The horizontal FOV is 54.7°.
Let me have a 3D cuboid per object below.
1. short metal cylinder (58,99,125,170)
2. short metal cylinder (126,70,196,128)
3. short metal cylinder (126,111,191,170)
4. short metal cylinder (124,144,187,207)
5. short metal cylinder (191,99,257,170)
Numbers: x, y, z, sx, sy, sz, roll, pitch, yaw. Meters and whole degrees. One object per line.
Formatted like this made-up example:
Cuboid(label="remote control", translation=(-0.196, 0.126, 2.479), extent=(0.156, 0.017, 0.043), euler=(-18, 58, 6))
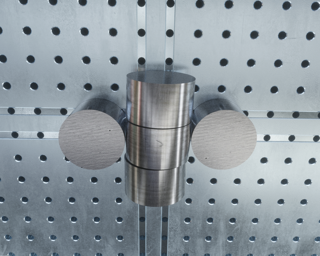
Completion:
Cuboid(label="short metal cylinder", translation=(-0.083, 0.007, 0.401), extent=(0.081, 0.050, 0.079), euler=(0, 110, -1))
Cuboid(label="short metal cylinder", translation=(0.000, -0.037, 0.370), extent=(0.081, 0.080, 0.050), euler=(2, 110, -1))
Cuboid(label="short metal cylinder", translation=(-0.002, 0.011, 0.388), extent=(0.081, 0.080, 0.050), euler=(2, 110, -1))
Cuboid(label="short metal cylinder", translation=(-0.006, 0.059, 0.405), extent=(0.081, 0.080, 0.050), euler=(1, 110, -1))
Cuboid(label="short metal cylinder", translation=(0.079, 0.007, 0.403), extent=(0.081, 0.050, 0.079), euler=(0, 110, -1))
